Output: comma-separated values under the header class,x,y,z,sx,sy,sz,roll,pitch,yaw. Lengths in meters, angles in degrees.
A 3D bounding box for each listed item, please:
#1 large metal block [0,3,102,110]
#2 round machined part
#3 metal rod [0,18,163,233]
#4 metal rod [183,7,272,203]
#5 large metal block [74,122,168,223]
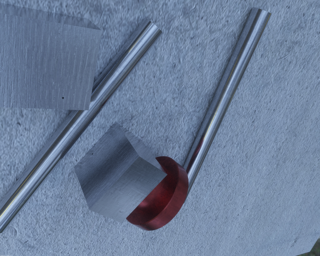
class,x,y,z,sx,sy,sz,roll,pitch,yaw
large metal block,-0.107,-0.065,0.293,0.081,0.050,0.079,1,118,-29
round machined part,-0.015,0.078,0.402,0.098,0.098,0.042,-47,122,4
metal rod,-0.102,0.003,0.353,0.025,0.025,0.299,34,99,-39
metal rod,0.079,-0.017,0.441,0.025,0.025,0.298,7,115,-32
large metal block,-0.051,0.052,0.377,0.080,0.080,0.050,-47,129,5
